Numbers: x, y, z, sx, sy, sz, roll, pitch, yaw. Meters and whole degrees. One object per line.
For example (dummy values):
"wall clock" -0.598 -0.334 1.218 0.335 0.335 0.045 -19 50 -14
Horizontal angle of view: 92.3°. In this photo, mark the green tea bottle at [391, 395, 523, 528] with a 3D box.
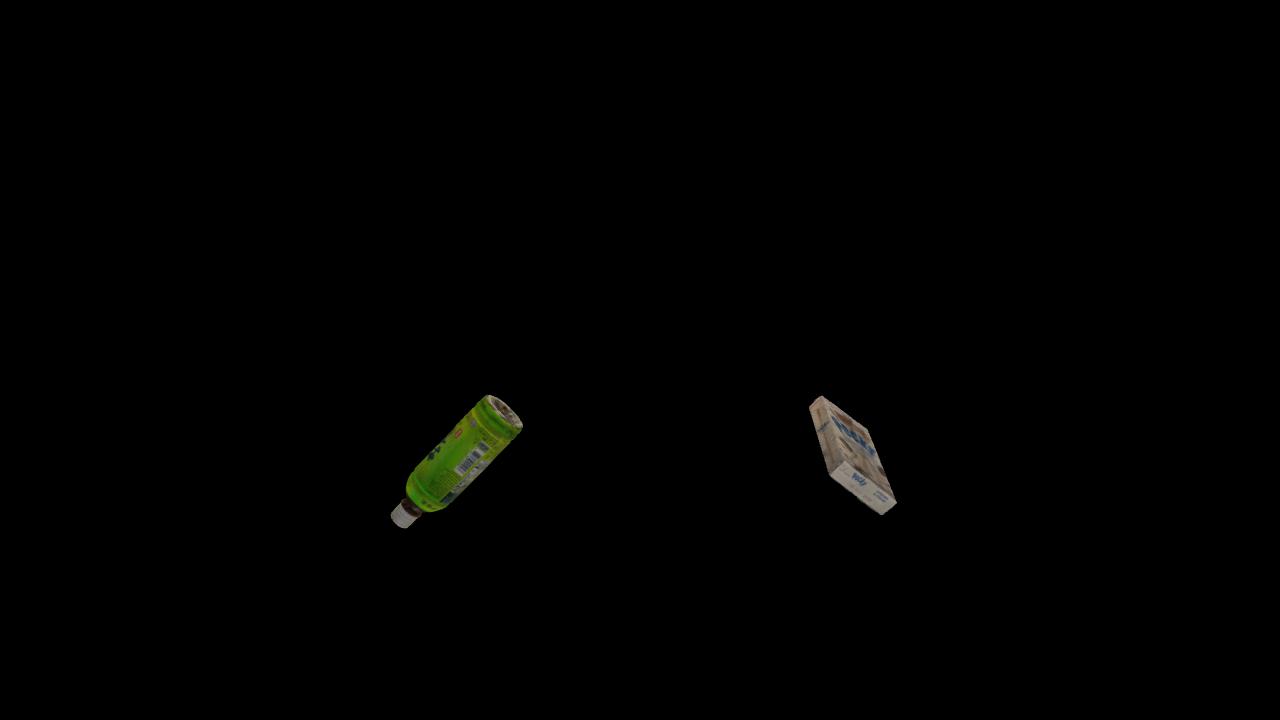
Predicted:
"green tea bottle" -0.254 0.144 0.834 0.073 0.212 0.073 44 0 0

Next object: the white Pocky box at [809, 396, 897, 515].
"white Pocky box" 0.249 0.108 0.731 0.084 0.028 0.154 36 24 -10
